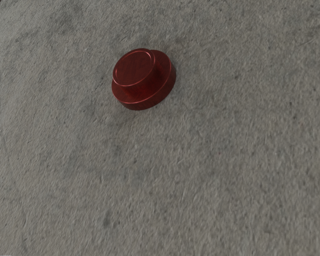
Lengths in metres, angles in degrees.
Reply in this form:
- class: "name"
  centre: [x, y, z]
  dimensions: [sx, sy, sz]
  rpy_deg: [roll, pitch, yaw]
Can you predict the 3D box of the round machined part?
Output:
- class: "round machined part"
  centre: [-0.030, -0.078, 0.455]
  dimensions: [0.098, 0.042, 0.098]
  rpy_deg: [-13, 56, 20]
